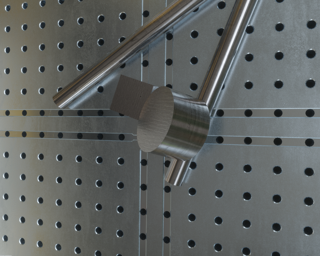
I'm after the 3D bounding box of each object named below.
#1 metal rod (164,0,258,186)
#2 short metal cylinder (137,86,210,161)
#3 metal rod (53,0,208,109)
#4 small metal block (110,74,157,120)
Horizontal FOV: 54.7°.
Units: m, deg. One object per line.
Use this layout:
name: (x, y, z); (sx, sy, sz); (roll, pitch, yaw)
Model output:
metal rod: (0.071, -0.067, 0.387); (0.025, 0.025, 0.298); (24, 98, 18)
short metal cylinder: (0.014, -0.004, 0.372); (0.080, 0.050, 0.080); (-35, 46, 48)
metal rod: (-0.030, -0.118, 0.422); (0.300, 0.025, 0.025); (-33, 80, 16)
small metal block: (-0.034, -0.041, 0.424); (0.050, 0.025, 0.050); (21, 97, 18)
